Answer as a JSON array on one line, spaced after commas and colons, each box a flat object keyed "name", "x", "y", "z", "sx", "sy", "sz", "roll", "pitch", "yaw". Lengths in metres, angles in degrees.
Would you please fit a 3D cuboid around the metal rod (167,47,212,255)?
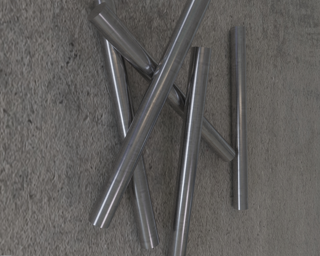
[{"name": "metal rod", "x": 0.036, "y": 0.049, "z": 0.400, "sx": 0.025, "sy": 0.025, "sz": 0.298, "roll": -1, "pitch": 101, "yaw": -40}]

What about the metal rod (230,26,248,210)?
[{"name": "metal rod", "x": 0.132, "y": -0.016, "z": 0.514, "sx": 0.025, "sy": 0.025, "sz": 0.298, "roll": -2, "pitch": 91, "yaw": -40}]

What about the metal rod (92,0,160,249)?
[{"name": "metal rod", "x": -0.038, "y": 0.002, "z": 0.372, "sx": 0.025, "sy": 0.025, "sz": 0.298, "roll": -17, "pitch": 101, "yaw": -39}]

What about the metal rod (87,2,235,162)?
[{"name": "metal rod", "x": 0.023, "y": -0.037, "z": 0.403, "sx": 0.300, "sy": 0.025, "sz": 0.025, "roll": 43, "pitch": 64, "yaw": -38}]

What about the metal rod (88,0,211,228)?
[{"name": "metal rod", "x": -0.007, "y": -0.030, "z": 0.349, "sx": 0.025, "sy": 0.025, "sz": 0.299, "roll": 24, "pitch": 90, "yaw": -38}]
